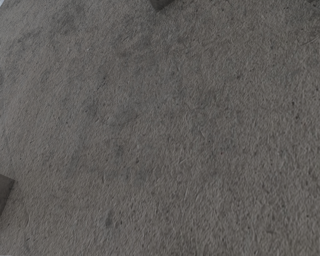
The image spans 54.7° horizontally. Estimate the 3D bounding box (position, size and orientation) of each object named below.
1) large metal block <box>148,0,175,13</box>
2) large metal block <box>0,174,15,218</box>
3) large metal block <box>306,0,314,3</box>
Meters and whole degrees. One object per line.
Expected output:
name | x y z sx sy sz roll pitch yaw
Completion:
large metal block | 0.004 -0.265 0.549 0.080 0.050 0.080 -32 52 8
large metal block | -0.282 0.109 0.470 0.080 0.050 0.080 -4 60 26
large metal block | 0.215 -0.229 0.415 0.080 0.050 0.080 -28 52 10
